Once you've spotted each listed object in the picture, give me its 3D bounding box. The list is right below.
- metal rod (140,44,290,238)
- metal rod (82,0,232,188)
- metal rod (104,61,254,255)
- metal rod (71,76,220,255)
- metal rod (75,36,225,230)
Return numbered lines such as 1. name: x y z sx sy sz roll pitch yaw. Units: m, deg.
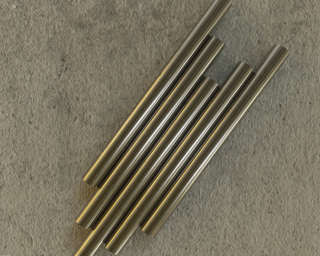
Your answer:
1. metal rod: 0.073 0.017 0.412 0.025 0.025 0.299 36 90 -1
2. metal rod: -0.004 -0.049 0.411 0.025 0.025 0.299 36 90 -1
3. metal rod: 0.026 0.039 0.411 0.025 0.025 0.299 36 90 -1
4. metal rod: -0.020 0.059 0.411 0.025 0.025 0.299 36 90 -1
5. metal rod: -0.013 0.006 0.411 0.025 0.025 0.299 36 90 -1
